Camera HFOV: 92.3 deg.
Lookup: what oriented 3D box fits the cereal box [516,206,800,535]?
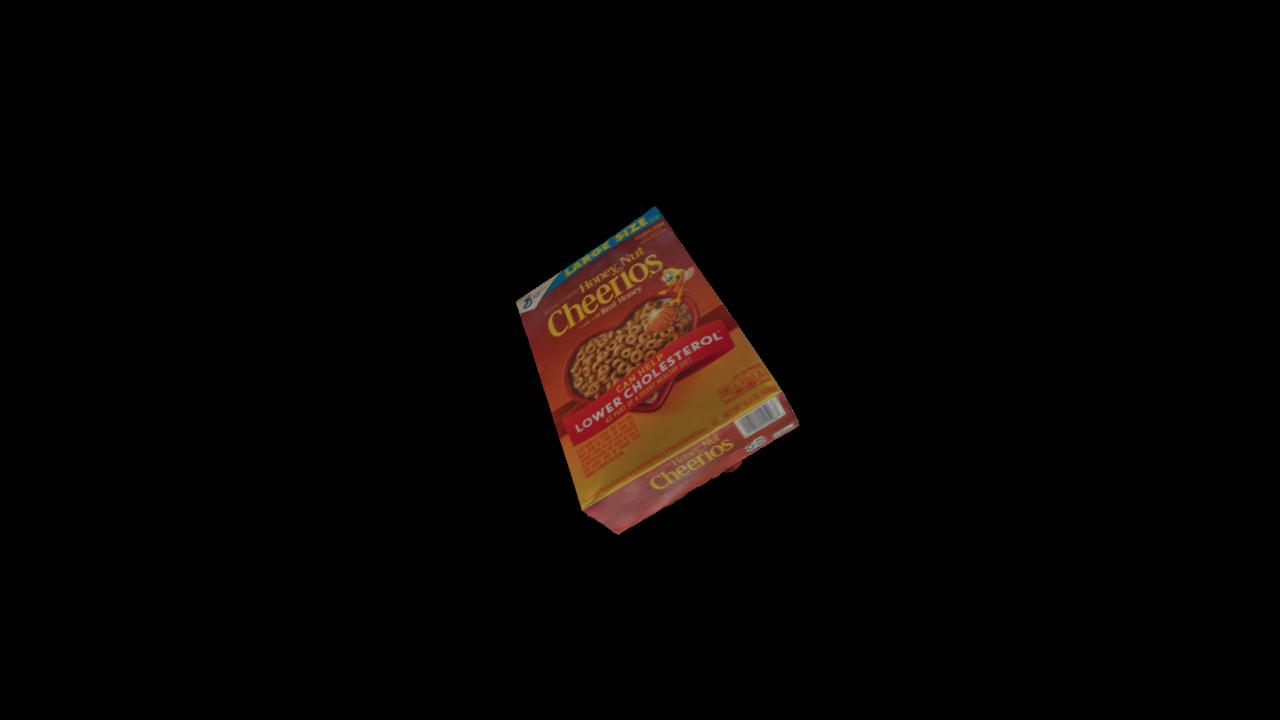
[{"bbox_3d":[-0.002,-0.007,0.635,0.203,0.306,0.081,-32,-42,7],"label":"cereal box"}]

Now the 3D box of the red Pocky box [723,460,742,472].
[{"bbox_3d":[0.056,0.044,0.659,0.083,0.155,0.028,-7,8,33],"label":"red Pocky box"}]
